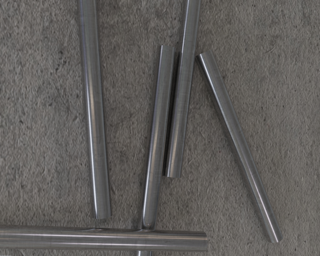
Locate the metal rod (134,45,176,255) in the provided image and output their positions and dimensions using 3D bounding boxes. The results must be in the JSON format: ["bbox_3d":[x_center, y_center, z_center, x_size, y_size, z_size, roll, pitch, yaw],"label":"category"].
[{"bbox_3d":[-0.007,0.042,0.406,0.025,0.025,0.298,7,88,-20],"label":"metal rod"}]

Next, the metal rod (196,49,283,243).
[{"bbox_3d":[0.118,0.032,0.452,0.025,0.025,0.299,-26,99,-18],"label":"metal rod"}]

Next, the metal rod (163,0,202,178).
[{"bbox_3d":[0.034,-0.083,0.421,0.025,0.025,0.298,8,87,-20],"label":"metal rod"}]

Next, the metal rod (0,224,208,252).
[{"bbox_3d":[-0.090,0.128,0.358,0.302,0.025,0.025,7,88,-14],"label":"metal rod"}]

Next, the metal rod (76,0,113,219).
[{"bbox_3d":[-0.081,-0.040,0.378,0.025,0.025,0.298,-4,92,-20],"label":"metal rod"}]
